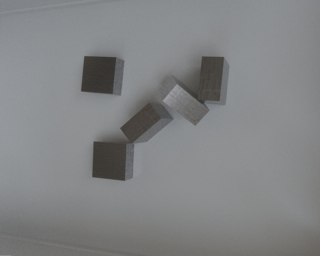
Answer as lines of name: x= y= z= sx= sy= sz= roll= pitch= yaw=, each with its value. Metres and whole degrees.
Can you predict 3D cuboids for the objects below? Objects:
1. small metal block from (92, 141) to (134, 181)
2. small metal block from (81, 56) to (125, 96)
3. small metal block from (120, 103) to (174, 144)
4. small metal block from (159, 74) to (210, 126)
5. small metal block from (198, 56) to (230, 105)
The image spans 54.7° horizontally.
small metal block: x=-0.065 y=0.045 z=0.432 sx=0.050 sy=0.025 sz=0.050 roll=3 pitch=91 yaw=19
small metal block: x=-0.081 y=-0.073 z=0.438 sx=0.050 sy=0.025 sz=0.050 roll=7 pitch=92 yaw=19
small metal block: x=-0.016 y=-0.006 z=0.402 sx=0.050 sy=0.050 sz=0.025 roll=-40 pitch=78 yaw=15
small metal block: x=0.028 y=-0.035 z=0.377 sx=0.050 sy=0.050 sz=0.025 roll=36 pitch=104 yaw=-17
small metal block: x=0.066 y=-0.055 z=0.373 sx=0.025 sy=0.050 sz=0.050 roll=6 pitch=91 yaw=19
